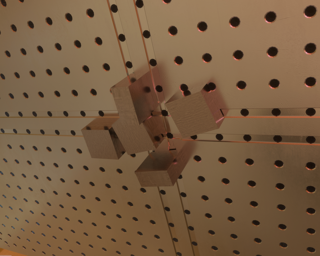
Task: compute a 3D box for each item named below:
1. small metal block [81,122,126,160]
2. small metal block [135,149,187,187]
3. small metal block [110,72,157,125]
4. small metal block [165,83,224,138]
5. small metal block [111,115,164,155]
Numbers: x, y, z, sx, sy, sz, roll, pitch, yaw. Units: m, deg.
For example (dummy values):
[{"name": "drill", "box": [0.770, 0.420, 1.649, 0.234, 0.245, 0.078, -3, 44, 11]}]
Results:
[{"name": "small metal block", "box": [-0.084, 0.019, 0.465, 0.050, 0.025, 0.050, 0, 119, 28]}, {"name": "small metal block", "box": [0.002, 0.055, 0.427, 0.050, 0.050, 0.025, -8, 115, 31]}, {"name": "small metal block", "box": [-0.031, -0.037, 0.387, 0.025, 0.050, 0.050, 0, 118, 28]}, {"name": "small metal block", "box": [0.042, -0.020, 0.376, 0.050, 0.025, 0.050, -18, 110, 34]}, {"name": "small metal block", "box": [-0.031, 0.006, 0.430, 0.050, 0.025, 0.050, -15, 111, 34]}]
